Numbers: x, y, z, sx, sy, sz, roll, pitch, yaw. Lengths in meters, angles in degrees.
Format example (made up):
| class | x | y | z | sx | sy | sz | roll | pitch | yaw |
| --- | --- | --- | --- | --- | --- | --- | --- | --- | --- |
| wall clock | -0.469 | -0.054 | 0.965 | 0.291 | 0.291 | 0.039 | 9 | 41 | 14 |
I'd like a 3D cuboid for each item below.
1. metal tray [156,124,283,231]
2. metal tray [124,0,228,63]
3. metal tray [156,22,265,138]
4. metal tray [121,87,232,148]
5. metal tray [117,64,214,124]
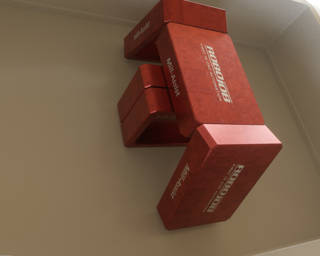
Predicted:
| class | x | y | z | sx | sy | sz | roll | pitch | yaw |
| --- | --- | --- | --- | --- | --- | --- | --- | --- | --- |
| metal tray | 0.060 | 0.055 | 0.333 | 0.091 | 0.129 | 0.030 | 1 | 40 | -29 |
| metal tray | 0.016 | -0.124 | 0.420 | 0.091 | 0.130 | 0.030 | 1 | 82 | -28 |
| metal tray | 0.054 | -0.053 | 0.346 | 0.091 | 0.030 | 0.130 | 1 | 61 | -28 |
| metal tray | 0.028 | -0.009 | 0.383 | 0.131 | 0.090 | 0.030 | 1 | 62 | -28 |
| metal tray | 0.022 | -0.036 | 0.396 | 0.131 | 0.090 | 0.030 | 1 | 62 | -28 |
